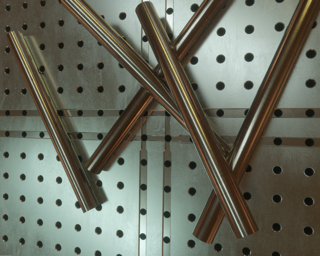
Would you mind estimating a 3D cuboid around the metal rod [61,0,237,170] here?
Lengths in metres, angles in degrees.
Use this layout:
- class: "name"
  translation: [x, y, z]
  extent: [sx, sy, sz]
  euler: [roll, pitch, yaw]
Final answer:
- class: "metal rod"
  translation: [-0.012, -0.060, 0.388]
  extent: [0.300, 0.025, 0.025]
  euler: [46, 104, 3]

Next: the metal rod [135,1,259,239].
- class: "metal rod"
  translation: [0.034, -0.024, 0.359]
  extent: [0.025, 0.025, 0.299]
  euler: [-28, 72, 17]

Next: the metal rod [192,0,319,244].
- class: "metal rod"
  translation: [0.111, -0.010, 0.354]
  extent: [0.025, 0.025, 0.299]
  euler: [25, 91, 18]

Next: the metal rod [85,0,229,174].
- class: "metal rod"
  translation: [-0.008, -0.058, 0.414]
  extent: [0.025, 0.025, 0.299]
  euler: [41, 102, 15]

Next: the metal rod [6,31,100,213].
- class: "metal rod"
  translation: [-0.165, -0.015, 0.468]
  extent: [0.025, 0.025, 0.299]
  euler: [-30, 81, 17]
